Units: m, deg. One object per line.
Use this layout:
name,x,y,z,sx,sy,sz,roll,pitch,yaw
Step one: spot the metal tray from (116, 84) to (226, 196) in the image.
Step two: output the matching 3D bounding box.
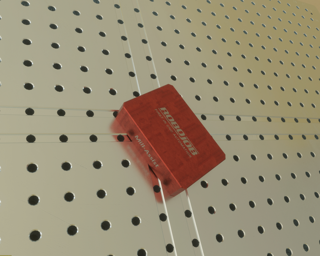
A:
metal tray,0.015,0.011,0.408,0.091,0.030,0.130,-28,78,-38
